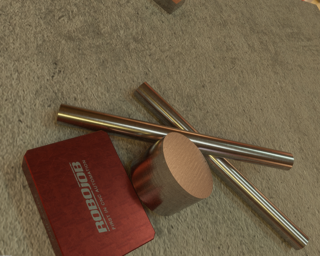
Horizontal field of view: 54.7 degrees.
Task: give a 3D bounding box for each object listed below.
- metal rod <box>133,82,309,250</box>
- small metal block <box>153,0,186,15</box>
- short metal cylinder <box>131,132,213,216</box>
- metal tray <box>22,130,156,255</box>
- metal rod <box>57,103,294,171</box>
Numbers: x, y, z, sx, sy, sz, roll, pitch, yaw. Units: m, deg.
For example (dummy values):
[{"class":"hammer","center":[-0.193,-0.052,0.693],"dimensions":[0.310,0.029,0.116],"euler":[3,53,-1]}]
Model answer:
[{"class":"metal rod","center":[0.080,0.049,0.418],"dimensions":[0.300,0.025,0.025],"euler":[44,51,2]},{"class":"small metal block","center":[0.016,-0.240,0.561],"dimensions":[0.050,0.025,0.050],"euler":[40,51,-1]},{"class":"short metal cylinder","center":[0.014,0.052,0.348],"dimensions":[0.080,0.050,0.080],"euler":[35,35,-29]},{"class":"metal tray","center":[-0.073,0.073,0.317],"dimensions":[0.091,0.030,0.130],"euler":[-17,71,-35]},{"class":"metal rod","center":[0.029,0.015,0.386],"dimensions":[0.302,0.025,0.025],"euler":[12,56,-13]}]
